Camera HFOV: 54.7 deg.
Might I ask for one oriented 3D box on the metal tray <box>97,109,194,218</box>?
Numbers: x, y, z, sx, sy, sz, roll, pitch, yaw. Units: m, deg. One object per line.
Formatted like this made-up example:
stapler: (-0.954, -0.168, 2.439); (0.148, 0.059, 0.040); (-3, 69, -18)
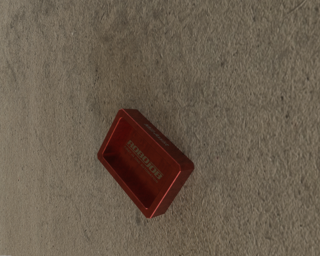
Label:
metal tray: (-0.025, 0.044, 0.422); (0.130, 0.030, 0.089); (43, 116, 31)
